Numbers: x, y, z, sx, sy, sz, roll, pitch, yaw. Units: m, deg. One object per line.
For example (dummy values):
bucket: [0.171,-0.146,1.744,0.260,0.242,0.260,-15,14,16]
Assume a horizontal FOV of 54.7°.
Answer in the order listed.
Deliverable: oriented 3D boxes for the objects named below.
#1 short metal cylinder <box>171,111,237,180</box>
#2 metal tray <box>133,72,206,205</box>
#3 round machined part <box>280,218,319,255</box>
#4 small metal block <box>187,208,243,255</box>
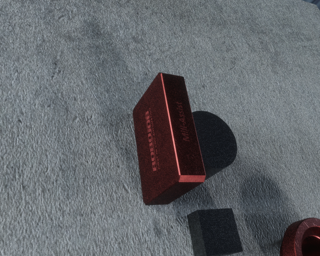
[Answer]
short metal cylinder: [0.052,0.024,0.403,0.081,0.050,0.080,14,56,-21]
metal tray: [0.004,0.014,0.357,0.030,0.090,0.130,5,59,-26]
round machined part: [0.195,0.169,0.397,0.099,0.042,0.098,14,56,-21]
small metal block: [0.064,0.124,0.365,0.050,0.025,0.050,5,60,-26]
